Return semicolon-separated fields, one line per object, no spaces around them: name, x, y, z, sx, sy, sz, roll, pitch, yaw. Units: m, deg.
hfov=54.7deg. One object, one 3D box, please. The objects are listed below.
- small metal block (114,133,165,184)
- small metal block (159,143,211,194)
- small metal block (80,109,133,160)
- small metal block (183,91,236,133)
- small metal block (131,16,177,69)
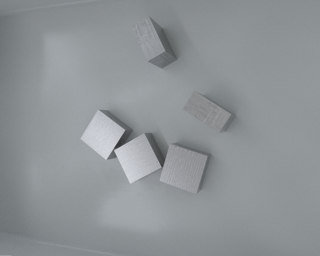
small metal block;-0.026;0.040;0.419;0.050;0.025;0.050;-30;81;17
small metal block;0.033;0.051;0.398;0.050;0.025;0.050;17;96;18
small metal block;-0.075;0.009;0.436;0.050;0.025;0.050;36;101;16
small metal block;0.061;-0.019;0.375;0.050;0.050;0.025;35;101;16
small metal block;-0.006;-0.109;0.399;0.025;0.050;0.050;-27;81;18
